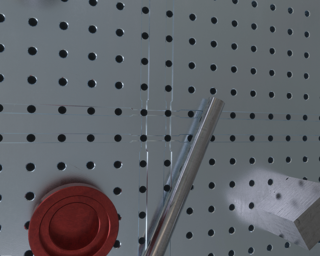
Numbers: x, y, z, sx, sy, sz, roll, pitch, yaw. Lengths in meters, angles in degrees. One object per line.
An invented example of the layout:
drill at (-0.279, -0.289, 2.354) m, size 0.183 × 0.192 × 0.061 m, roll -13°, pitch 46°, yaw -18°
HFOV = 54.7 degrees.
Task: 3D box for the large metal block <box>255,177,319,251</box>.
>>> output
large metal block at (0.206, 0.122, 0.460) m, size 0.080 × 0.080 × 0.050 m, roll -34°, pitch 101°, yaw -17°

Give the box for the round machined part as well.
round machined part at (-0.102, 0.114, 0.367) m, size 0.099 × 0.042 × 0.097 m, roll 0°, pitch 90°, yaw -20°

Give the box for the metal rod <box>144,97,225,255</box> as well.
metal rod at (0.023, 0.097, 0.421) m, size 0.025 × 0.025 × 0.299 m, roll 26°, pitch 81°, yaw -18°
